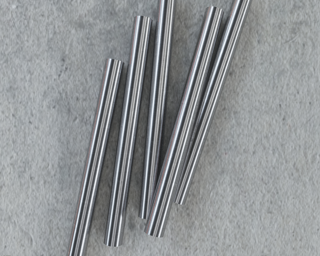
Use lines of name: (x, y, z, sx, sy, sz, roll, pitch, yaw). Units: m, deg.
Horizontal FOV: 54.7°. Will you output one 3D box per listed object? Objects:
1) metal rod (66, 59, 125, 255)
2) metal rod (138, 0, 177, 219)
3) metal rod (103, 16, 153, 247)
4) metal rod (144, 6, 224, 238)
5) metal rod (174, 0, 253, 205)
metal rod: (-0.088, 0.058, 0.408, 0.025, 0.025, 0.298, 11, 90, -1)
metal rod: (-0.003, -0.031, 0.409, 0.025, 0.025, 0.298, 5, 90, -1)
metal rod: (-0.042, 0.004, 0.409, 0.025, 0.025, 0.298, 8, 90, -1)
metal rod: (0.032, -0.012, 0.398, 0.025, 0.025, 0.299, 16, 85, -1)
metal rod: (0.068, -0.045, 0.410, 0.025, 0.025, 0.298, 18, 90, -1)
